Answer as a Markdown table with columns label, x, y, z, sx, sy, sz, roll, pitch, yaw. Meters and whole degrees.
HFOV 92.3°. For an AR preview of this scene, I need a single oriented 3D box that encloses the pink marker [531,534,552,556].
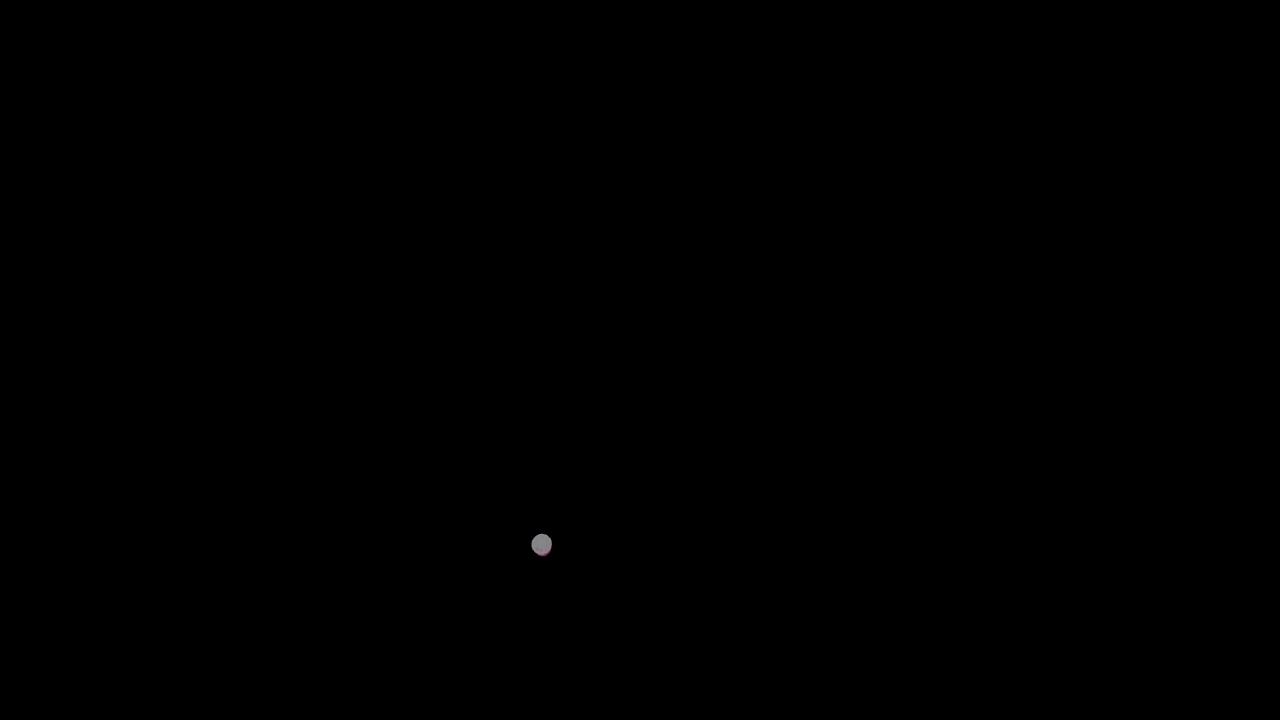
| label | x | y | z | sx | sy | sz | roll | pitch | yaw |
| --- | --- | --- | --- | --- | --- | --- | --- | --- | --- |
| pink marker | -0.100 | 0.191 | 0.630 | 0.020 | 0.020 | 0.121 | 0 | -18 | -9 |
